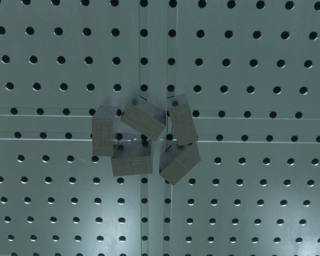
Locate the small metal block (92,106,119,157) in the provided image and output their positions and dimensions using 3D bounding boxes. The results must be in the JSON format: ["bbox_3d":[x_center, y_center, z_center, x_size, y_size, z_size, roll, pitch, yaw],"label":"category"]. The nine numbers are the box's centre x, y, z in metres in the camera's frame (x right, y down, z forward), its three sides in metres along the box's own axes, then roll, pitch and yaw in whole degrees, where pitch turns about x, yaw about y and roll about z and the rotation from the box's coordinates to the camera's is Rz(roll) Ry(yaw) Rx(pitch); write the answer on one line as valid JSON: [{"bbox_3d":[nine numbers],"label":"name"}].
[{"bbox_3d":[-0.070,0.003,0.401,0.025,0.050,0.050,3,111,-1],"label":"small metal block"}]

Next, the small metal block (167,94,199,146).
[{"bbox_3d":[0.028,-0.012,0.395,0.025,0.050,0.050,-15,109,5],"label":"small metal block"}]

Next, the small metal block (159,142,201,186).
[{"bbox_3d":[0.025,0.041,0.415,0.025,0.050,0.050,41,105,-13],"label":"small metal block"}]

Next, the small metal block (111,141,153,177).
[{"bbox_3d":[-0.035,0.040,0.414,0.050,0.050,0.025,-5,110,1],"label":"small metal block"}]

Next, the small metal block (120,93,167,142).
[{"bbox_3d":[-0.020,-0.015,0.394,0.050,0.050,0.025,32,108,-12],"label":"small metal block"}]
